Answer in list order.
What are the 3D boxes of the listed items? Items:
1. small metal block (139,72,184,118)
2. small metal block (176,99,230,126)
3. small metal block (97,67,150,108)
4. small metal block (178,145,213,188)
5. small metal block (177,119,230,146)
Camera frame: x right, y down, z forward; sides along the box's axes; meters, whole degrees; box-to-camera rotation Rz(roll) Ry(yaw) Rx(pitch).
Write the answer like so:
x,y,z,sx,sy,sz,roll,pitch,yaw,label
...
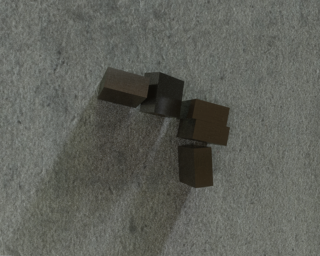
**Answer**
x,y,z,sx,sy,sz,roll,pitch,yaw,label
0.003,-0.041,0.400,0.050,0.025,0.050,10,86,-49,small metal block
0.057,-0.019,0.418,0.050,0.050,0.025,13,86,-20,small metal block
-0.045,-0.048,0.377,0.050,0.050,0.025,13,75,-17,small metal block
0.046,0.050,0.414,0.025,0.050,0.050,-3,91,-20,small metal block
0.057,0.006,0.418,0.050,0.050,0.025,13,86,-20,small metal block
